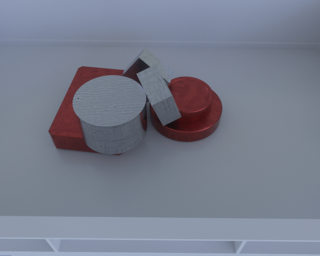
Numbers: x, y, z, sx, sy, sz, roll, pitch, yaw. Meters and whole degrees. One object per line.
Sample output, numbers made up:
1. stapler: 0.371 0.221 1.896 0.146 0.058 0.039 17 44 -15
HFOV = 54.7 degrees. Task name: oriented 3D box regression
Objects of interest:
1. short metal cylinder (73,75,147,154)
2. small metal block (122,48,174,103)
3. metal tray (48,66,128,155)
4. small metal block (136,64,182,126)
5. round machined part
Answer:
1. short metal cylinder: -0.056 -0.016 0.361 0.081 0.050 0.080 0 50 0
2. small metal block: -0.018 -0.069 0.411 0.050 0.050 0.025 38 44 -17
3. metal tray: -0.082 -0.028 0.420 0.091 0.030 0.130 6 50 4
4. small metal block: 0.000 -0.038 0.368 0.025 0.050 0.050 -26 60 2
5. round machined part: 0.035 -0.032 0.419 0.099 0.042 0.098 0 50 0
